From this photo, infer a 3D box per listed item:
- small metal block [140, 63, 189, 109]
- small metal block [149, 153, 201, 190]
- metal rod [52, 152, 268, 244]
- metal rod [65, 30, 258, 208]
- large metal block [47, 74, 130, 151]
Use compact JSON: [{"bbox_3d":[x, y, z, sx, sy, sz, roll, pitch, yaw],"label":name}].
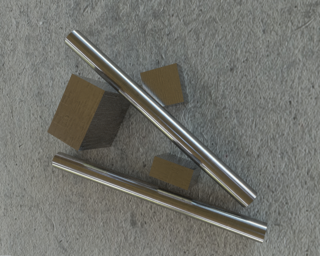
[{"bbox_3d":[0.006,-0.052,0.406,0.050,0.025,0.050,-12,86,19],"label":"small metal block"},{"bbox_3d":[0.021,0.053,0.388,0.050,0.050,0.025,18,96,18],"label":"small metal block"},{"bbox_3d":[-0.014,0.086,0.412,0.301,0.025,0.025,16,95,18],"label":"metal rod"},{"bbox_3d":[-0.002,-0.015,0.384,0.300,0.025,0.025,43,103,5],"label":"metal rod"},{"bbox_3d":[-0.088,-0.019,0.410,0.050,0.080,0.080,28,99,17],"label":"large metal block"}]
